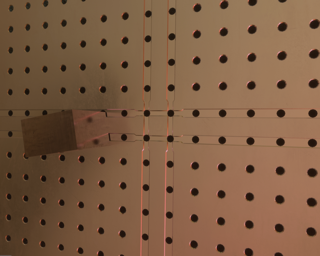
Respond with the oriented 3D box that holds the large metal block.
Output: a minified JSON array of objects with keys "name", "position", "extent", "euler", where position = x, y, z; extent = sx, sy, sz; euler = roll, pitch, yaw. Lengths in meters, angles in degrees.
[{"name":"large metal block","position":[-0.128,0.008,0.429],"extent":[0.080,0.080,0.050],"euler":[-9,87,20]}]
